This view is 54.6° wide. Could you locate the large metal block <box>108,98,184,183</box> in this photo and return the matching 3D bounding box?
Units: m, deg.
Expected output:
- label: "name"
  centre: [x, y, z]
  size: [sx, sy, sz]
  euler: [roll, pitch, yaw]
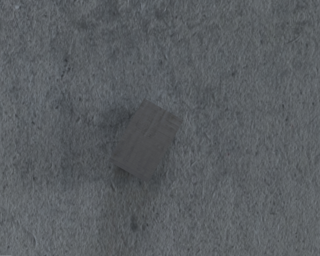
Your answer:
- label: "large metal block"
  centre: [-0.015, 0.014, 0.382]
  size: [0.050, 0.080, 0.080]
  euler: [30, 90, 0]
